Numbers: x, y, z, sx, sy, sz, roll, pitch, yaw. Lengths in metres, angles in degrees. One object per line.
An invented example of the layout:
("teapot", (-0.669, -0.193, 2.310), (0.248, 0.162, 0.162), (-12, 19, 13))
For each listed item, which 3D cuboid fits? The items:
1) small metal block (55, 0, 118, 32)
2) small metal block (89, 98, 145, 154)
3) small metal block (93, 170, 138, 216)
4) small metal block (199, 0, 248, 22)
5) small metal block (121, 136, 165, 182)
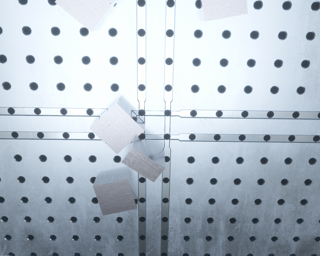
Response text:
("small metal block", (-0.082, -0.148, 0.358), (0.050, 0.025, 0.050), (38, 105, -13))
("small metal block", (-0.056, -0.002, 0.412), (0.050, 0.025, 0.050), (-41, 106, 13))
("small metal block", (-0.063, 0.094, 0.447), (0.050, 0.025, 0.050), (-12, 110, 4))
("small metal block", (0.071, -0.154, 0.358), (0.050, 0.025, 0.050), (-10, 110, 3))
("small metal block", (-0.021, 0.038, 0.414), (0.050, 0.050, 0.025), (34, 107, -12))
